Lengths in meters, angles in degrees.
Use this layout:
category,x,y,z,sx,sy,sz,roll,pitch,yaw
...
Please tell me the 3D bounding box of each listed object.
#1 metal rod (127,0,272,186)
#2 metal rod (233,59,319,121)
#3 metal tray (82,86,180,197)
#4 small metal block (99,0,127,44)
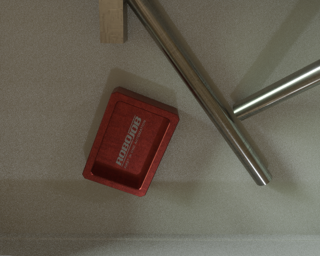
category,x,y,z,sx,sy,sz,roll,pitch,yaw
metal rod,0.059,-0.040,0.397,0.025,0.025,0.300,-35,107,11
metal rod,0.204,-0.078,0.312,0.299,0.025,0.025,-30,110,40
metal tray,-0.040,0.021,0.415,0.091,0.030,0.129,21,109,-8
small metal block,-0.052,-0.124,0.352,0.025,0.050,0.050,1,110,-1
